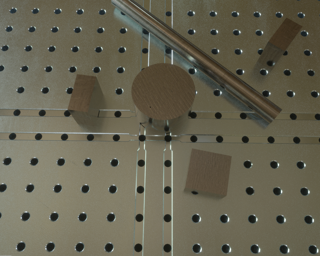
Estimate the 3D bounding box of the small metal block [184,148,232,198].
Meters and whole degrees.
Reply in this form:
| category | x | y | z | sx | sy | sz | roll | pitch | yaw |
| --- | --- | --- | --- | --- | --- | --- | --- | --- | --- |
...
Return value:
| category | x | y | z | sx | sy | sz | roll | pitch | yaw |
| --- | --- | --- | --- | --- | --- | --- | --- | --- | --- |
| small metal block | 0.060 | 0.058 | 0.391 | 0.050 | 0.025 | 0.050 | 11 | 70 | 3 |

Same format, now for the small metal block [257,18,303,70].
| category | x | y | z | sx | sy | sz | roll | pitch | yaw |
| --- | --- | --- | --- | --- | --- | --- | --- | --- | --- |
| small metal block | 0.171 | -0.120 | 0.444 | 0.025 | 0.050 | 0.050 | 36 | 74 | 12 |

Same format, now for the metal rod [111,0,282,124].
| category | x | y | z | sx | sy | sz | roll | pitch | yaw |
| --- | --- | --- | --- | --- | --- | --- | --- | --- | --- |
| metal rod | 0.045 | -0.109 | 0.452 | 0.300 | 0.025 | 0.025 | 40 | 75 | 13 |

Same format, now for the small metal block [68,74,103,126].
| category | x | y | z | sx | sy | sz | roll | pitch | yaw |
| --- | --- | --- | --- | --- | --- | --- | --- | --- | --- |
| small metal block | -0.097 | -0.036 | 0.410 | 0.025 | 0.050 | 0.050 | 8 | 70 | 2 |

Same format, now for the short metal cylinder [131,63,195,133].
| category | x | y | z | sx | sy | sz | roll | pitch | yaw |
| --- | --- | --- | --- | --- | --- | --- | --- | --- | --- |
| short metal cylinder | 0.004 | -0.039 | 0.413 | 0.081 | 0.050 | 0.080 | 0 | 70 | 0 |
